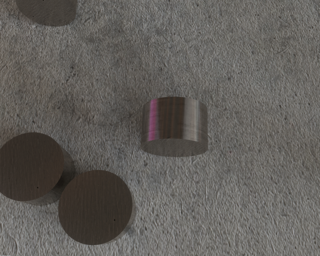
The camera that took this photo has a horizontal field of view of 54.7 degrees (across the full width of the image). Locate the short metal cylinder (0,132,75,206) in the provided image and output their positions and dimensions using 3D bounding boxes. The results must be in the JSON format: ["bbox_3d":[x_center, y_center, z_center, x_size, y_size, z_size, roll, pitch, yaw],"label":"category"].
[{"bbox_3d":[-0.149,0.051,0.375,0.081,0.050,0.080,0,70,0],"label":"short metal cylinder"}]

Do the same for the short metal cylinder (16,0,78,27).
[{"bbox_3d":[-0.161,-0.193,0.448,0.081,0.080,0.050,0,70,0],"label":"short metal cylinder"}]

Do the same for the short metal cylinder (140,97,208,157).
[{"bbox_3d":[0.018,0.001,0.378,0.080,0.080,0.050,2,70,1],"label":"short metal cylinder"}]

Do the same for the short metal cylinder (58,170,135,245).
[{"bbox_3d":[-0.070,0.093,0.360,0.081,0.050,0.080,0,70,0],"label":"short metal cylinder"}]
